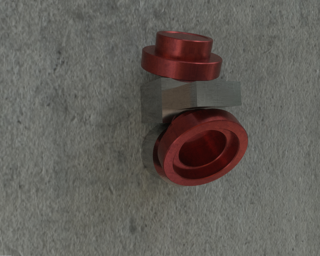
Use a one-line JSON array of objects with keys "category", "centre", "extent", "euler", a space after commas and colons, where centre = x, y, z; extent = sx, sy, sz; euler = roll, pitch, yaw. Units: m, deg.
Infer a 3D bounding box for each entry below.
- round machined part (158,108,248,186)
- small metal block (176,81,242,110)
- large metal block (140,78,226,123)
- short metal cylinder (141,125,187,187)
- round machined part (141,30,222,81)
[{"category": "round machined part", "centre": [0.044, 0.017, 0.348], "extent": [0.099, 0.042, 0.097], "euler": [-11, 132, -13]}, {"category": "small metal block", "centre": [0.051, -0.034, 0.331], "extent": [0.050, 0.050, 0.025], "euler": [-3, 91, -20]}, {"category": "large metal block", "centre": [0.026, -0.032, 0.391], "extent": [0.081, 0.080, 0.050], "euler": [-2, 91, -20]}, {"category": "short metal cylinder", "centre": [0.020, 0.033, 0.407], "extent": [0.081, 0.050, 0.079], "euler": [0, 90, -21]}, {"category": "round machined part", "centre": [0.027, -0.092, 0.378], "extent": [0.099, 0.098, 0.042], "euler": [-2, 116, -20]}]
